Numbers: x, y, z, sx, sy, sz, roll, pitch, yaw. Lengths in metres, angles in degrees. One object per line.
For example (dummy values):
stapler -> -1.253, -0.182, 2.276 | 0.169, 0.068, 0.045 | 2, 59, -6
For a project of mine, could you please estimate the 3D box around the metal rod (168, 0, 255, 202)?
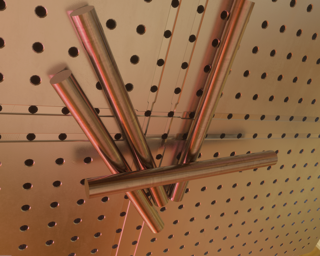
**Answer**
metal rod -> 0.063, -0.022, 0.430 | 0.025, 0.025, 0.298 | 2, 117, -30

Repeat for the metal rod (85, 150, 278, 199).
metal rod -> 0.047, 0.061, 0.439 | 0.302, 0.025, 0.025 | -5, 121, -26

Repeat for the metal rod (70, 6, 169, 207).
metal rod -> -0.037, -0.001, 0.389 | 0.025, 0.025, 0.299 | -28, 128, -11

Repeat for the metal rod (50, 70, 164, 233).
metal rod -> -0.054, 0.054, 0.414 | 0.025, 0.025, 0.299 | -31, 129, -8
